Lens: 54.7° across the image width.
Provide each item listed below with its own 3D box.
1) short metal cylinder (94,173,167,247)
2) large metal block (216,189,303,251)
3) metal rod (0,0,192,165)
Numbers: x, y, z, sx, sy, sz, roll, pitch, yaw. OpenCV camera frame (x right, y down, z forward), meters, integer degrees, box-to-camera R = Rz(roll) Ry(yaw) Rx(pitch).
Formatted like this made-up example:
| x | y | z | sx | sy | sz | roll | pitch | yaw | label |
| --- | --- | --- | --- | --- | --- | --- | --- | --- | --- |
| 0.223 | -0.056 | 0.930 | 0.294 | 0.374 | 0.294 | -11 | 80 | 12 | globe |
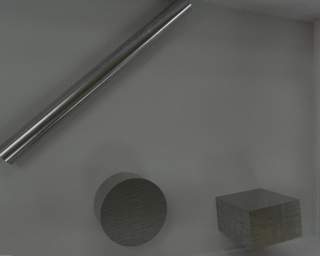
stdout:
| x | y | z | sx | sy | sz | roll | pitch | yaw | label |
| --- | --- | --- | --- | --- | --- | --- | --- | --- | --- |
| -0.038 | 0.098 | 0.384 | 0.081 | 0.050 | 0.079 | 0 | 90 | -21 | short metal cylinder |
| 0.136 | 0.123 | 0.433 | 0.081 | 0.080 | 0.050 | -6 | 92 | -20 | large metal block |
| -0.070 | -0.068 | 0.385 | 0.301 | 0.025 | 0.025 | -44 | 104 | -15 | metal rod |
